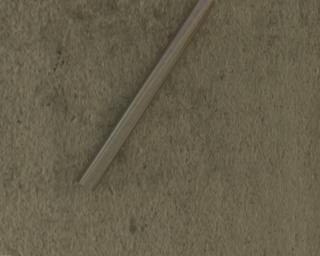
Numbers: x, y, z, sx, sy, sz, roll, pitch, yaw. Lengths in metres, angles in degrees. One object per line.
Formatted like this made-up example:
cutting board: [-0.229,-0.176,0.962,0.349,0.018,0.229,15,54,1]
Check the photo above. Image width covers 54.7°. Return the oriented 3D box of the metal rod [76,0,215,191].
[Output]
metal rod: [-0.012,-0.054,0.405,0.025,0.025,0.300,36,78,-17]
